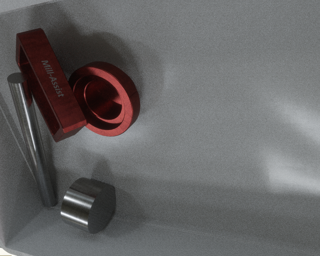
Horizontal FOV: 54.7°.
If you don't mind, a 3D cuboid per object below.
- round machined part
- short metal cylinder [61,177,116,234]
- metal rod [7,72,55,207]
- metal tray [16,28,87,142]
[{"bbox_3d":[-0.069,-0.041,0.407,0.098,0.042,0.097,13,124,20],"label":"round machined part"},{"bbox_3d":[-0.116,0.127,0.510,0.050,0.080,0.079,14,124,20],"label":"short metal cylinder"},{"bbox_3d":[-0.203,0.040,0.508,0.025,0.025,0.298,23,136,14],"label":"metal rod"},{"bbox_3d":[-0.145,-0.050,0.405,0.129,0.030,0.090,64,153,-1],"label":"metal tray"}]
